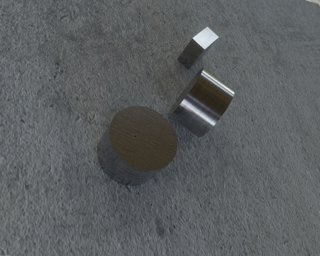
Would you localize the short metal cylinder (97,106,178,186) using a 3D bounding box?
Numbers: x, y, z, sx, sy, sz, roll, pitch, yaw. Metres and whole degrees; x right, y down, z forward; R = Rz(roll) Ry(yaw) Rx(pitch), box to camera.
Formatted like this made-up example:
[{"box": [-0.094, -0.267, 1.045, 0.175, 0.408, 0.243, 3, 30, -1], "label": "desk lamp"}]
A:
[{"box": [-0.027, 0.021, 0.360, 0.081, 0.050, 0.080, 14, 56, -21], "label": "short metal cylinder"}]

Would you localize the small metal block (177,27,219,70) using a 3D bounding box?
[{"box": [0.061, -0.128, 0.499, 0.025, 0.050, 0.050, 43, 51, 1], "label": "small metal block"}]

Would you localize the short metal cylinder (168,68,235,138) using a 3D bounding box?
[{"box": [0.055, -0.034, 0.419, 0.050, 0.080, 0.080, 35, 51, -6], "label": "short metal cylinder"}]
